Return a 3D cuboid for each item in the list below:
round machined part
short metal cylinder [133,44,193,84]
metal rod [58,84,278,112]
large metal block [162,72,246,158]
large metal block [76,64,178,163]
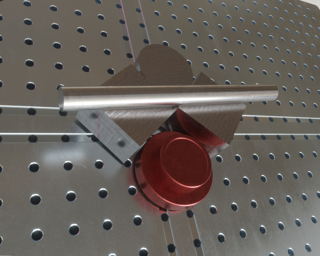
[{"bbox_3d":[0.023,0.046,0.376,0.099,0.042,0.098,14,56,-21],"label":"round machined part"},{"bbox_3d":[-0.001,-0.068,0.428,0.081,0.050,0.080,14,56,-21],"label":"short metal cylinder"},{"bbox_3d":[0.033,-0.040,0.379,0.303,0.025,0.025,-5,64,-30],"label":"metal rod"},{"bbox_3d":[0.062,-0.017,0.428,0.080,0.050,0.080,36,52,-4],"label":"large metal block"},{"bbox_3d":[-0.040,-0.019,0.377,0.080,0.050,0.080,44,51,0],"label":"large metal block"}]
